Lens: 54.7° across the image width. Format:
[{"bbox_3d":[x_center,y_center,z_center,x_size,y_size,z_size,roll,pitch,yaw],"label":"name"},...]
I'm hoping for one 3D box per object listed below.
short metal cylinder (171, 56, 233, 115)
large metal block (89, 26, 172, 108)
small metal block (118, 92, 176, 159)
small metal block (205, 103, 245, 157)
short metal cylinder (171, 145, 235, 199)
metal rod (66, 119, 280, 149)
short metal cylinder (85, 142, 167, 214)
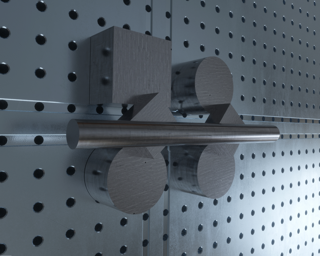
[{"bbox_3d":[0.060,-0.058,0.443,0.081,0.050,0.080,0,90,-40],"label":"short metal cylinder"},{"bbox_3d":[-0.033,-0.065,0.364,0.081,0.050,0.080,2,89,-40],"label":"large metal block"},{"bbox_3d":[-0.011,-0.003,0.335,0.050,0.025,0.050,-48,118,-29],"label":"small metal block"},{"bbox_3d":[0.086,0.003,0.417,0.050,0.025,0.050,48,62,-29],"label":"small metal block"},{"bbox_3d":[0.063,0.057,0.446,0.081,0.050,0.080,0,90,-40],"label":"short metal cylinder"},{"bbox_3d":[0.045,0.007,0.348,0.302,0.025,0.025,1,90,-40],"label":"metal rod"},{"bbox_3d":[-0.039,0.054,0.359,0.081,0.050,0.080,0,90,-40],"label":"short metal cylinder"}]
